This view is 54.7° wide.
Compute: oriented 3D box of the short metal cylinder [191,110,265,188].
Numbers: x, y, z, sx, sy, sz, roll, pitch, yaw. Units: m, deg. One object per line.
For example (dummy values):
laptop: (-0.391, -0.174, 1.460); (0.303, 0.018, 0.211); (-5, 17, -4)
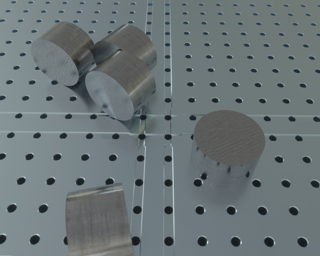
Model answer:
short metal cylinder: (0.079, 0.025, 0.372); (0.081, 0.050, 0.080); (0, 50, 0)

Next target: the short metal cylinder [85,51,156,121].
short metal cylinder: (-0.053, -0.056, 0.419); (0.080, 0.080, 0.050); (27, 55, 20)

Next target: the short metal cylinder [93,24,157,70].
short metal cylinder: (-0.052, -0.105, 0.459); (0.080, 0.080, 0.050); (28, 55, 21)

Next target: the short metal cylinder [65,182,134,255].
short metal cylinder: (-0.054, 0.095, 0.291); (0.050, 0.080, 0.080); (-9, 51, -8)

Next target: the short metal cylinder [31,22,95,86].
short metal cylinder: (-0.142, -0.110, 0.462); (0.080, 0.080, 0.050); (20, 53, 15)
